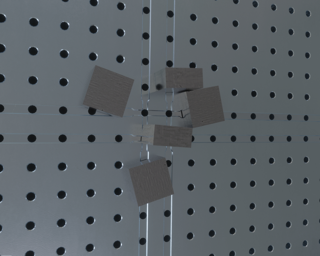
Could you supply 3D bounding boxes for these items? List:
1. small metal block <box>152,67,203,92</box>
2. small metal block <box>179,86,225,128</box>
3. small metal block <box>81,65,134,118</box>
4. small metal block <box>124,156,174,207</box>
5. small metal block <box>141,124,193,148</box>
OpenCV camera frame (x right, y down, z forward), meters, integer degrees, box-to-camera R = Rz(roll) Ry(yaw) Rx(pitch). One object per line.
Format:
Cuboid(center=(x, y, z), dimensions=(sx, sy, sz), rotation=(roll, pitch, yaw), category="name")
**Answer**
Cuboid(center=(0.022, -0.062, 0.407), dimensions=(0.050, 0.050, 0.025), rotation=(-3, 91, -20), category="small metal block")
Cuboid(center=(0.058, -0.029, 0.434), dimensions=(0.050, 0.025, 0.050), rotation=(-13, 95, -20), category="small metal block")
Cuboid(center=(-0.066, -0.044, 0.388), dimensions=(0.050, 0.025, 0.050), rotation=(19, 84, -19), category="small metal block")
Cuboid(center=(-0.014, 0.069, 0.407), dimensions=(0.050, 0.025, 0.050), rotation=(-15, 95, -19), category="small metal block")
Cuboid(center=(0.008, 0.010, 0.402), dimensions=(0.050, 0.050, 0.025), rotation=(5, 89, -20), category="small metal block")
